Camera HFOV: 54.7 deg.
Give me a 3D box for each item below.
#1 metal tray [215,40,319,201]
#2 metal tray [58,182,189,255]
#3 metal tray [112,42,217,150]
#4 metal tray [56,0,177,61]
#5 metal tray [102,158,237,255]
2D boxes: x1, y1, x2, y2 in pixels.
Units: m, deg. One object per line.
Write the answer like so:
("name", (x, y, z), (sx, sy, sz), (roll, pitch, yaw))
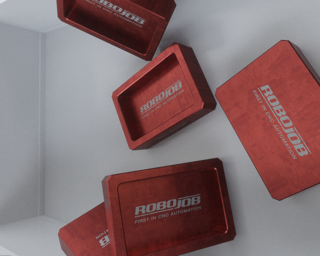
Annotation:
("metal tray", (0.122, -0.007, 0.302), (0.090, 0.030, 0.130), (-38, 67, 33))
("metal tray", (-0.039, 0.123, 0.369), (0.090, 0.131, 0.030), (32, 134, 35))
("metal tray", (-0.001, -0.036, 0.402), (0.130, 0.030, 0.090), (-32, 70, 35))
("metal tray", (-0.056, -0.139, 0.369), (0.090, 0.131, 0.030), (129, 163, -66))
("metal tray", (0.011, 0.085, 0.329), (0.030, 0.131, 0.090), (151, 111, -67))
